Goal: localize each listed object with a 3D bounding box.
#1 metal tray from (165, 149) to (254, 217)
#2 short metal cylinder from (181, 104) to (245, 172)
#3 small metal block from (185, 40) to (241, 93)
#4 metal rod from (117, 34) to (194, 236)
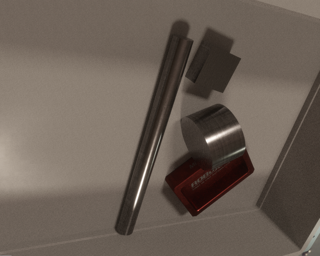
[{"bbox_3d":[0.083,0.075,0.499,0.130,0.030,0.090,-36,130,-5],"label":"metal tray"},{"bbox_3d":[0.070,0.013,0.422,0.050,0.080,0.080,-23,127,-15],"label":"short metal cylinder"},{"bbox_3d":[0.068,-0.078,0.400,0.050,0.025,0.050,13,112,-34],"label":"small metal block"},{"bbox_3d":[-0.013,0.026,0.418,0.025,0.025,0.298,3,117,-30],"label":"metal rod"}]
